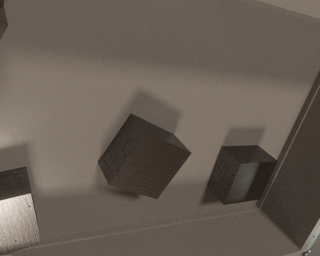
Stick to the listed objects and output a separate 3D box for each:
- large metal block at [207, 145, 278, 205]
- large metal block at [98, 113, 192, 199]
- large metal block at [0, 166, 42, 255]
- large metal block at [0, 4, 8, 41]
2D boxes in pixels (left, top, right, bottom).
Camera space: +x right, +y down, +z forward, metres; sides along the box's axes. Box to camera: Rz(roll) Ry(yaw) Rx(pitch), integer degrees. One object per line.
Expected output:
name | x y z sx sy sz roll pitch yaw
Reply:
large metal block | 0.136 0.076 0.517 0.081 0.050 0.079 0 118 -29
large metal block | -0.020 0.039 0.407 0.080 0.050 0.080 27 104 -38
large metal block | -0.186 0.099 0.352 0.081 0.050 0.079 -11 123 -23
large metal block | -0.164 -0.068 0.242 0.050 0.080 0.080 25 105 -37
